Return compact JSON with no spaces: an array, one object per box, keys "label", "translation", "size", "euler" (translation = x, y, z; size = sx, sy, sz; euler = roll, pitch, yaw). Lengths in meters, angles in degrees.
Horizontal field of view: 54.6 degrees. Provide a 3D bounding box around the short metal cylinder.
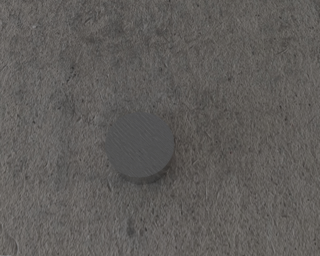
[{"label":"short metal cylinder","translation":[-0.024,0.027,0.385],"size":[0.080,0.050,0.080],"euler":[0,70,0]}]
